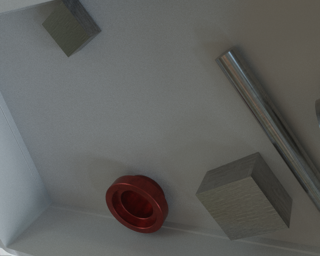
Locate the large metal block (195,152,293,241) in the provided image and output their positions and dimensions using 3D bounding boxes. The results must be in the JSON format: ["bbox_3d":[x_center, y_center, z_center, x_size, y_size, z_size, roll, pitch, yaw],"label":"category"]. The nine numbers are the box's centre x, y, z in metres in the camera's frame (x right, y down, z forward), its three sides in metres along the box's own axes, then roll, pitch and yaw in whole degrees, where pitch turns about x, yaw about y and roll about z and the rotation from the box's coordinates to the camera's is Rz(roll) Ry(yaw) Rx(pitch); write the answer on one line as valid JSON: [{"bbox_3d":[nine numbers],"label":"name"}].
[{"bbox_3d":[0.106,0.088,0.390,0.080,0.050,0.080,-30,102,37],"label":"large metal block"}]

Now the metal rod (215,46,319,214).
[{"bbox_3d":[0.157,0.039,0.349,0.025,0.025,0.299,-29,103,37],"label":"metal rod"}]

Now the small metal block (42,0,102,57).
[{"bbox_3d":[-0.110,-0.125,0.384,0.050,0.025,0.050,-25,108,39],"label":"small metal block"}]

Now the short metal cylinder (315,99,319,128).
[{"bbox_3d":[0.182,0.002,0.278,0.050,0.080,0.080,-24,106,36],"label":"short metal cylinder"}]

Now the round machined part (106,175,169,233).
[{"bbox_3d":[-0.032,0.113,0.482,0.098,0.042,0.097,13,124,20],"label":"round machined part"}]
